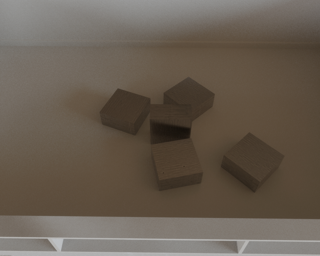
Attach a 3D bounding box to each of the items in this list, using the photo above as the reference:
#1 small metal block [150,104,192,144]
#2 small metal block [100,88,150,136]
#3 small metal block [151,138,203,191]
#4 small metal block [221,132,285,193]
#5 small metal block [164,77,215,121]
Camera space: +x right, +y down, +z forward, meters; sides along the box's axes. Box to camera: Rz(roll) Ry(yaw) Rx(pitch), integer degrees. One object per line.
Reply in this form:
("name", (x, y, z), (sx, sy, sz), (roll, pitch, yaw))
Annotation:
("small metal block", (0.013, -0.004, 0.392), (0.050, 0.050, 0.025), (0, 50, 0))
("small metal block", (-0.046, -0.023, 0.424), (0.050, 0.025, 0.050), (18, 52, 15))
("small metal block", (0.019, 0.043, 0.369), (0.050, 0.025, 0.050), (-9, 51, -8))
("small metal block", (0.110, 0.040, 0.372), (0.050, 0.025, 0.050), (-36, 59, -27))
("small metal block", (0.041, -0.040, 0.439), (0.050, 0.025, 0.050), (-36, 59, -26))
